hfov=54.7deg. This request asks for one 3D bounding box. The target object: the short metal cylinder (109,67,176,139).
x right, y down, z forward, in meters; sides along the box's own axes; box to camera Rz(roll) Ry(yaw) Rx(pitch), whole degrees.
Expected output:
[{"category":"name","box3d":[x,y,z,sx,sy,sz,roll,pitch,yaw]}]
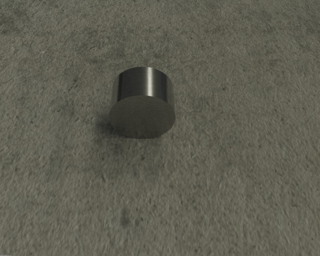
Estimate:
[{"category":"short metal cylinder","box3d":[-0.022,-0.030,0.393,0.081,0.080,0.050,-1,50,-1]}]
